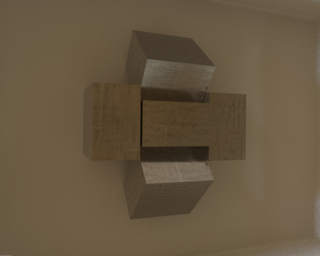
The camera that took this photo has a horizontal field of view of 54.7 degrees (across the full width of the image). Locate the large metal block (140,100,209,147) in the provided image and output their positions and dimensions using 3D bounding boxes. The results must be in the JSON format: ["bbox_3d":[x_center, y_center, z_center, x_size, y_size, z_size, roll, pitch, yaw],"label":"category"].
[{"bbox_3d":[0.005,-0.005,0.382,0.081,0.080,0.050,1,90,-20],"label":"large metal block"}]

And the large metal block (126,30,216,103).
[{"bbox_3d":[0.009,-0.075,0.376,0.081,0.080,0.050,2,127,-20],"label":"large metal block"}]

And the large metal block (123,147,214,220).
[{"bbox_3d":[0.007,0.066,0.375,0.081,0.079,0.050,1,48,-21],"label":"large metal block"}]

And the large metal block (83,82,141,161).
[{"bbox_3d":[-0.058,-0.007,0.359,0.050,0.080,0.080,1,90,-20],"label":"large metal block"}]

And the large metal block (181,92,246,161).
[{"bbox_3d":[0.067,-0.002,0.405,0.050,0.080,0.080,1,90,-20],"label":"large metal block"}]
